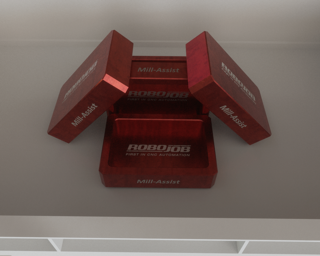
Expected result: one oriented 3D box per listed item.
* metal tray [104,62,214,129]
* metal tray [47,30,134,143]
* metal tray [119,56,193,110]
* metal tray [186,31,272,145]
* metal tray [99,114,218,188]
[{"bbox_3d":[-0.002,-0.039,0.393,0.131,0.089,0.030,1,50,0],"label":"metal tray"},{"bbox_3d":[-0.087,-0.049,0.384,0.030,0.130,0.090,31,41,-30],"label":"metal tray"},{"bbox_3d":[0.002,-0.066,0.455,0.131,0.030,0.090,0,50,-1],"label":"metal tray"},{"bbox_3d":[0.085,-0.047,0.383,0.030,0.130,0.090,-30,41,32],"label":"metal tray"},{"bbox_3d":[-0.002,0.026,0.376,0.131,0.030,0.090,1,50,-1],"label":"metal tray"}]
